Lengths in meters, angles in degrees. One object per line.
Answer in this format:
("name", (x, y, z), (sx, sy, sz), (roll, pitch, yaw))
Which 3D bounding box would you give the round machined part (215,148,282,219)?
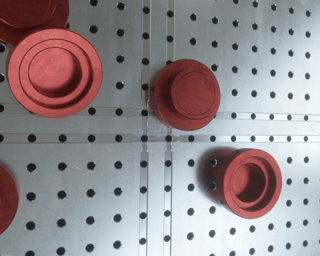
("round machined part", (0.123, 0.077, 0.449), (0.099, 0.042, 0.097), (0, 90, -20))

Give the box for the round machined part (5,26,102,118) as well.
("round machined part", (-0.119, -0.064, 0.347), (0.099, 0.042, 0.097), (-13, 118, -26))

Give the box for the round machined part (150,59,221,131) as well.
("round machined part", (0.040, -0.044, 0.418), (0.099, 0.042, 0.097), (0, 90, -20))

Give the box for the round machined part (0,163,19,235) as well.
("round machined part", (-0.204, 0.080, 0.328), (0.099, 0.042, 0.097), (0, 90, -20))

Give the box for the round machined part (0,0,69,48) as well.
("round machined part", (-0.153, -0.140, 0.347), (0.099, 0.042, 0.097), (0, 90, -20))
